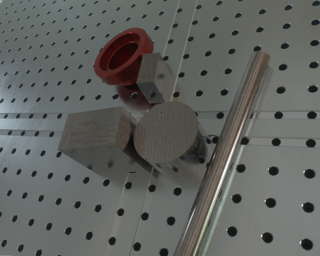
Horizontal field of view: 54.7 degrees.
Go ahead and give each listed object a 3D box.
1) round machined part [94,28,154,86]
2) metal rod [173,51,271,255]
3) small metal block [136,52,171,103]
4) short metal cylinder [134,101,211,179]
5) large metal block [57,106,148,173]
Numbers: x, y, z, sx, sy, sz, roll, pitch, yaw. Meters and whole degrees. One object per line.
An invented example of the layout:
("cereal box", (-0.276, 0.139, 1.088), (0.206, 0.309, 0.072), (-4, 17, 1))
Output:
("round machined part", (-0.050, -0.105, 0.480), (0.098, 0.042, 0.098), (-20, 48, 24))
("metal rod", (0.069, 0.039, 0.347), (0.025, 0.025, 0.300), (12, 68, 33))
("small metal block", (-0.008, -0.069, 0.436), (0.025, 0.050, 0.050), (0, 62, 21))
("short metal cylinder", (0.016, 0.015, 0.374), (0.080, 0.050, 0.080), (-13, 56, 20))
("large metal block", (-0.066, 0.019, 0.394), (0.080, 0.080, 0.050), (-6, 59, 25))
